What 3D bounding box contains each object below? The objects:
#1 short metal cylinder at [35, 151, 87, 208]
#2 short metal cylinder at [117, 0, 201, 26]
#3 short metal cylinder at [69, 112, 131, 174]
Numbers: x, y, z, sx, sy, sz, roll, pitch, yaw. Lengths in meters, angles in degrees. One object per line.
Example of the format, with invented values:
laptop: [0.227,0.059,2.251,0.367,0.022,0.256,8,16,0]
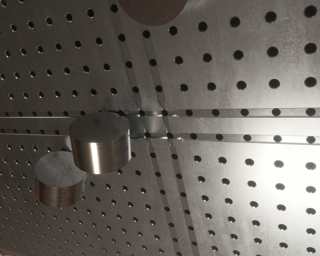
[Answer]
short metal cylinder: [-0.163,0.084,0.511,0.080,0.080,0.050,25,127,12]
short metal cylinder: [0.001,-0.146,0.303,0.080,0.050,0.079,13,124,20]
short metal cylinder: [-0.081,0.018,0.428,0.080,0.080,0.050,14,124,20]
